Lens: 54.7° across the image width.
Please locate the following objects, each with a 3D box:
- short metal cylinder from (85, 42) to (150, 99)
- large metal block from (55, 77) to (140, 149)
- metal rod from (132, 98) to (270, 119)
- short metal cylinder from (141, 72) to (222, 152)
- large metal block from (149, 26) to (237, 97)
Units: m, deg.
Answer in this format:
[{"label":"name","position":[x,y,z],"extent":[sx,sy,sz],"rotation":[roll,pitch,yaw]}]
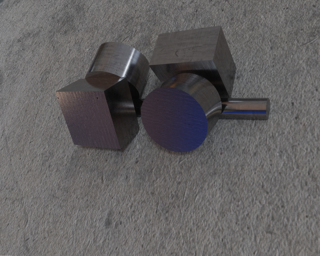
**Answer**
[{"label":"short metal cylinder","position":[-0.061,-0.078,0.449],"extent":[0.080,0.080,0.050],"rotation":[4,64,30]},{"label":"large metal block","position":[-0.082,-0.021,0.418],"extent":[0.080,0.080,0.050],"rotation":[3,29,29]},{"label":"metal rod","position":[-0.007,-0.028,0.428],"extent":[0.300,0.025,0.025],"rotation":[3,63,29]},{"label":"short metal cylinder","position":[0.025,-0.019,0.360],"extent":[0.080,0.080,0.050],"rotation":[2,28,29]},{"label":"large metal block","position":[0.045,-0.077,0.393],"extent":[0.080,0.080,0.050],"rotation":[2,63,29]}]
